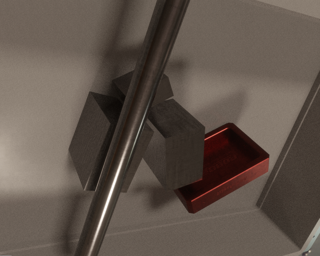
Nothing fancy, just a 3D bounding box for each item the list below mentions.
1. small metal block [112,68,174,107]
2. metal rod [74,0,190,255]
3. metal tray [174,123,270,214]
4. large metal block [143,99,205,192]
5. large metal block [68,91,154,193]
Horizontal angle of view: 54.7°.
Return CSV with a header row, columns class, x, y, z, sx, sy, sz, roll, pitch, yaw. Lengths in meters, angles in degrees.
class,x,y,z,sx,sy,sz,roll,pitch,yaw
small metal block,-0.020,-0.046,0.354,0.050,0.050,0.025,-28,128,-11
metal rod,-0.036,0.020,0.298,0.025,0.025,0.298,7,115,-32
metal tray,0.075,0.052,0.440,0.131,0.090,0.030,-26,133,-13
large metal block,0.013,0.020,0.394,0.050,0.080,0.079,-16,125,-20
large metal block,-0.059,0.015,0.351,0.050,0.080,0.079,12,112,-34
